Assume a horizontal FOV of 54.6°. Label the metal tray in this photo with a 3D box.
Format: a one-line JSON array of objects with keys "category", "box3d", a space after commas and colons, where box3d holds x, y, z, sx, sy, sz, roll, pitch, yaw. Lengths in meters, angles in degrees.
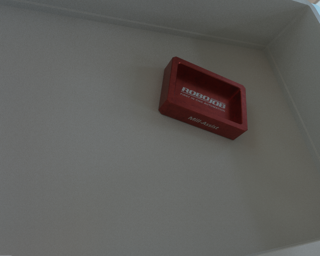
[{"category": "metal tray", "box3d": [0.067, -0.044, 0.464, 0.131, 0.030, 0.090, 19, 54, -17]}]
